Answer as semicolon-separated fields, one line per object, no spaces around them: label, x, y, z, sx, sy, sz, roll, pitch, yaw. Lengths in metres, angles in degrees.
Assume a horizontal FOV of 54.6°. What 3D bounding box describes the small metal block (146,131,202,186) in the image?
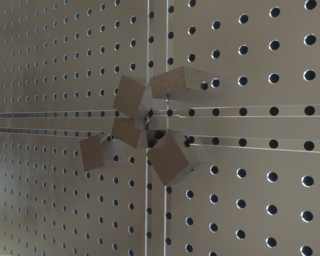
small metal block;0.016;0.038;0.397;0.050;0.025;0.050;-47;62;30

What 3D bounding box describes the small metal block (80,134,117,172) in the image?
small metal block;-0.099;0.039;0.493;0.050;0.025;0.050;-19;78;38

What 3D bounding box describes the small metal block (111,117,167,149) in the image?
small metal block;-0.028;0.006;0.418;0.050;0.050;0.025;25;106;37

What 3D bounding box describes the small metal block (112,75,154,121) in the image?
small metal block;-0.036;-0.043;0.440;0.050;0.025;0.050;30;109;36

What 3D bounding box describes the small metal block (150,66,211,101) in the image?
small metal block;0.025;-0.052;0.374;0.050;0.050;0.025;-12;83;39
